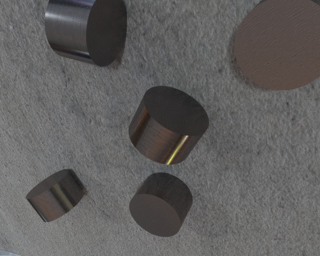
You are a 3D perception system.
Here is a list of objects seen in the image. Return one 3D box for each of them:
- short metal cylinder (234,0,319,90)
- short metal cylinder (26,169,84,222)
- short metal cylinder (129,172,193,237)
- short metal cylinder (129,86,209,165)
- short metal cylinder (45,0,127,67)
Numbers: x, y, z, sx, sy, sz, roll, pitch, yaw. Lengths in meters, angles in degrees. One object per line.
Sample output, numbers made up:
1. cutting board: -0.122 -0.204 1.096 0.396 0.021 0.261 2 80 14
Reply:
1. short metal cylinder: 0.114 -0.081 0.281 0.080 0.050 0.079 13 124 20
2. short metal cylinder: -0.180 0.115 0.535 0.080 0.080 0.050 -18 109 35
3. short metal cylinder: 0.002 0.113 0.458 0.080 0.050 0.079 13 124 20
4. short metal cylinder: 0.010 -0.004 0.363 0.080 0.080 0.050 34 129 5
5. short metal cylinder: -0.078 -0.113 0.341 0.050 0.080 0.079 17 125 18
